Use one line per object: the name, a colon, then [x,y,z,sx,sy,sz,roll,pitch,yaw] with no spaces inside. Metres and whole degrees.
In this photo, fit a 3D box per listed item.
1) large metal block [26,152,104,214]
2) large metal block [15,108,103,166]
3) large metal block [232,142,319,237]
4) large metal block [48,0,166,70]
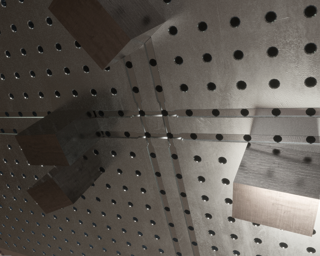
large metal block: [-0.155,0.088,0.509,0.080,0.080,0.050,-26,104,37]
large metal block: [-0.147,0.012,0.458,0.080,0.080,0.050,-3,117,29]
large metal block: [0.131,0.064,0.346,0.080,0.080,0.050,8,122,23]
large metal block: [-0.052,-0.119,0.328,0.080,0.080,0.050,49,128,-7]
